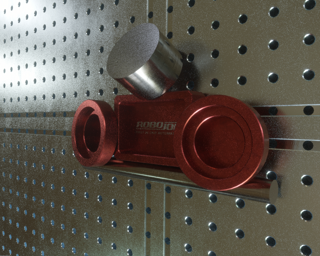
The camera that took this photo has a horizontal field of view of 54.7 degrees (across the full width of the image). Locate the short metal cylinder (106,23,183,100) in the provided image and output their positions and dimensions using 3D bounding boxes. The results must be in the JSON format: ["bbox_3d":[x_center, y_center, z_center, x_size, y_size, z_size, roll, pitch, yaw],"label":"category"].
[{"bbox_3d":[-0.019,-0.082,0.385,0.080,0.050,0.080,-20,52,29],"label":"short metal cylinder"}]

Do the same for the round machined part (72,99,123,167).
[{"bbox_3d":[-0.090,0.008,0.461,0.098,0.042,0.097,-4,84,48],"label":"round machined part"}]

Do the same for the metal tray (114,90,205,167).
[{"bbox_3d":[-0.005,0.000,0.404,0.130,0.030,0.089,1,91,39],"label":"metal tray"}]

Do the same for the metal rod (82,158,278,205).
[{"bbox_3d":[-0.002,0.059,0.405,0.300,0.025,0.025,3,92,39],"label":"metal rod"}]

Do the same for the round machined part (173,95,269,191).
[{"bbox_3d":[0.067,0.015,0.332,0.098,0.042,0.097,-1,88,32],"label":"round machined part"}]
